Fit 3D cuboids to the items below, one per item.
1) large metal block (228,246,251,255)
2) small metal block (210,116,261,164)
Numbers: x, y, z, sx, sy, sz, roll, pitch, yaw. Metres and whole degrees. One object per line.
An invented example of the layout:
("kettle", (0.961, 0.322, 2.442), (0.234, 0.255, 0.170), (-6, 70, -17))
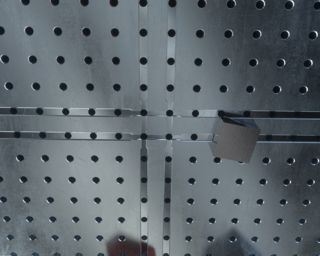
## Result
("large metal block", (0.129, 0.252, 0.494), (0.080, 0.050, 0.080), (-41, 105, 13))
("small metal block", (0.101, 0.016, 0.420), (0.050, 0.025, 0.050), (11, 110, -5))
